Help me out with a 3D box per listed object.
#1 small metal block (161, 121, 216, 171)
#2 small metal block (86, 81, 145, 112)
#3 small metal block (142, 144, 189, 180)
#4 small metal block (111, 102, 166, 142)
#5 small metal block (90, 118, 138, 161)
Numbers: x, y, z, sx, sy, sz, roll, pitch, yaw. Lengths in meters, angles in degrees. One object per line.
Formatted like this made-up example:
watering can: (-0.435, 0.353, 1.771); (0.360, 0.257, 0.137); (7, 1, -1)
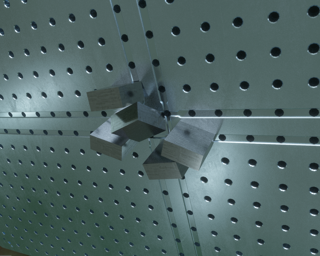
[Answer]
small metal block: (0.036, 0.021, 0.390); (0.050, 0.050, 0.025); (22, 127, 15)
small metal block: (-0.056, -0.041, 0.397); (0.050, 0.050, 0.025); (-4, 103, 30)
small metal block: (0.013, 0.043, 0.416); (0.050, 0.050, 0.025); (-8, 114, 32)
small metal block: (-0.028, -0.006, 0.405); (0.050, 0.025, 0.050); (-24, 149, 36)
small metal block: (-0.063, 0.015, 0.438); (0.050, 0.050, 0.025); (19, 126, 17)
